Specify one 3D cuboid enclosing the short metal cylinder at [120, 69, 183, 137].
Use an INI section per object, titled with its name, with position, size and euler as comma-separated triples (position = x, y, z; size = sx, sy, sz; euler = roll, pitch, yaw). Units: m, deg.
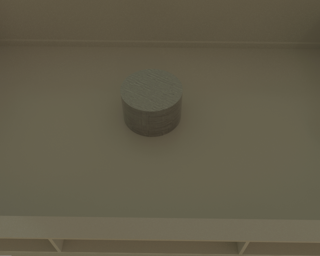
[short metal cylinder]
position = -0.011, -0.035, 0.418
size = 0.080, 0.050, 0.080
euler = 0, 50, 0
